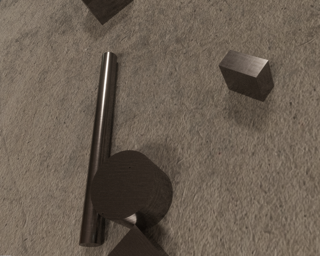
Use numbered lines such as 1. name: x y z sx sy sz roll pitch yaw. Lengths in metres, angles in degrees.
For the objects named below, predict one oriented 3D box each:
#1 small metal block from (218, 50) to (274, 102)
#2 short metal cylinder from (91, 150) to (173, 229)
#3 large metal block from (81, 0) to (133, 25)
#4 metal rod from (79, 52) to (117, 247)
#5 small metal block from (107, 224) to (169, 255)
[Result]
1. small metal block: 0.104 -0.062 0.371 0.050 0.050 0.025 29 78 37
2. short metal cylinder: -0.032 0.072 0.359 0.080 0.050 0.080 -13 56 20
3. large metal block: -0.109 -0.259 0.602 0.080 0.050 0.080 -39 51 2
4. metal rod: -0.083 0.009 0.439 0.025 0.025 0.299 -14 56 20
5. small metal block: -0.023 0.141 0.328 0.050 0.025 0.050 -48 52 -6
